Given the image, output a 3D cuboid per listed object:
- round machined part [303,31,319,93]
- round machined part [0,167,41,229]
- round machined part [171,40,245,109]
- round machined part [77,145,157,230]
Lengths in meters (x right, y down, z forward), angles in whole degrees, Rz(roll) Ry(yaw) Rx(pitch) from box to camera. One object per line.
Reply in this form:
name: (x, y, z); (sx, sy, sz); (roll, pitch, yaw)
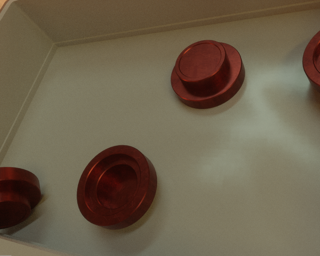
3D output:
round machined part: (0.206, -0.069, 0.321); (0.098, 0.042, 0.098); (-22, 50, 30)
round machined part: (-0.209, 0.098, 0.409); (0.098, 0.098, 0.042); (-33, 52, 7)
round machined part: (0.059, -0.077, 0.412); (0.098, 0.042, 0.098); (-13, 56, 21)
round machined part: (-0.047, 0.073, 0.375); (0.098, 0.042, 0.098); (-13, 56, 21)
